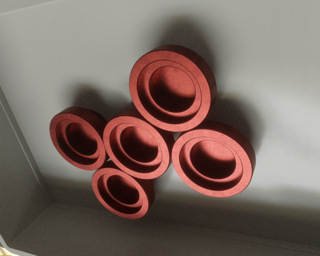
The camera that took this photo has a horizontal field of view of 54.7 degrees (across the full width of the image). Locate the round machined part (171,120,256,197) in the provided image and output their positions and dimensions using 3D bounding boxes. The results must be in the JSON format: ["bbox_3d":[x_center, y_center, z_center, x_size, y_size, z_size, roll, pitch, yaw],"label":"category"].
[{"bbox_3d":[0.067,0.033,0.379,0.098,0.042,0.097,13,124,21],"label":"round machined part"}]

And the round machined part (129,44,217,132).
[{"bbox_3d":[0.018,-0.048,0.356,0.098,0.042,0.097,13,124,21],"label":"round machined part"}]

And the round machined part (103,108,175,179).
[{"bbox_3d":[-0.023,0.017,0.416,0.098,0.042,0.097,13,124,21],"label":"round machined part"}]

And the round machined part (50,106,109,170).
[{"bbox_3d":[-0.111,0.011,0.460,0.098,0.042,0.097,13,124,21],"label":"round machined part"}]

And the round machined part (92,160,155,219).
[{"bbox_3d":[-0.052,0.088,0.476,0.098,0.042,0.097,13,124,21],"label":"round machined part"}]
